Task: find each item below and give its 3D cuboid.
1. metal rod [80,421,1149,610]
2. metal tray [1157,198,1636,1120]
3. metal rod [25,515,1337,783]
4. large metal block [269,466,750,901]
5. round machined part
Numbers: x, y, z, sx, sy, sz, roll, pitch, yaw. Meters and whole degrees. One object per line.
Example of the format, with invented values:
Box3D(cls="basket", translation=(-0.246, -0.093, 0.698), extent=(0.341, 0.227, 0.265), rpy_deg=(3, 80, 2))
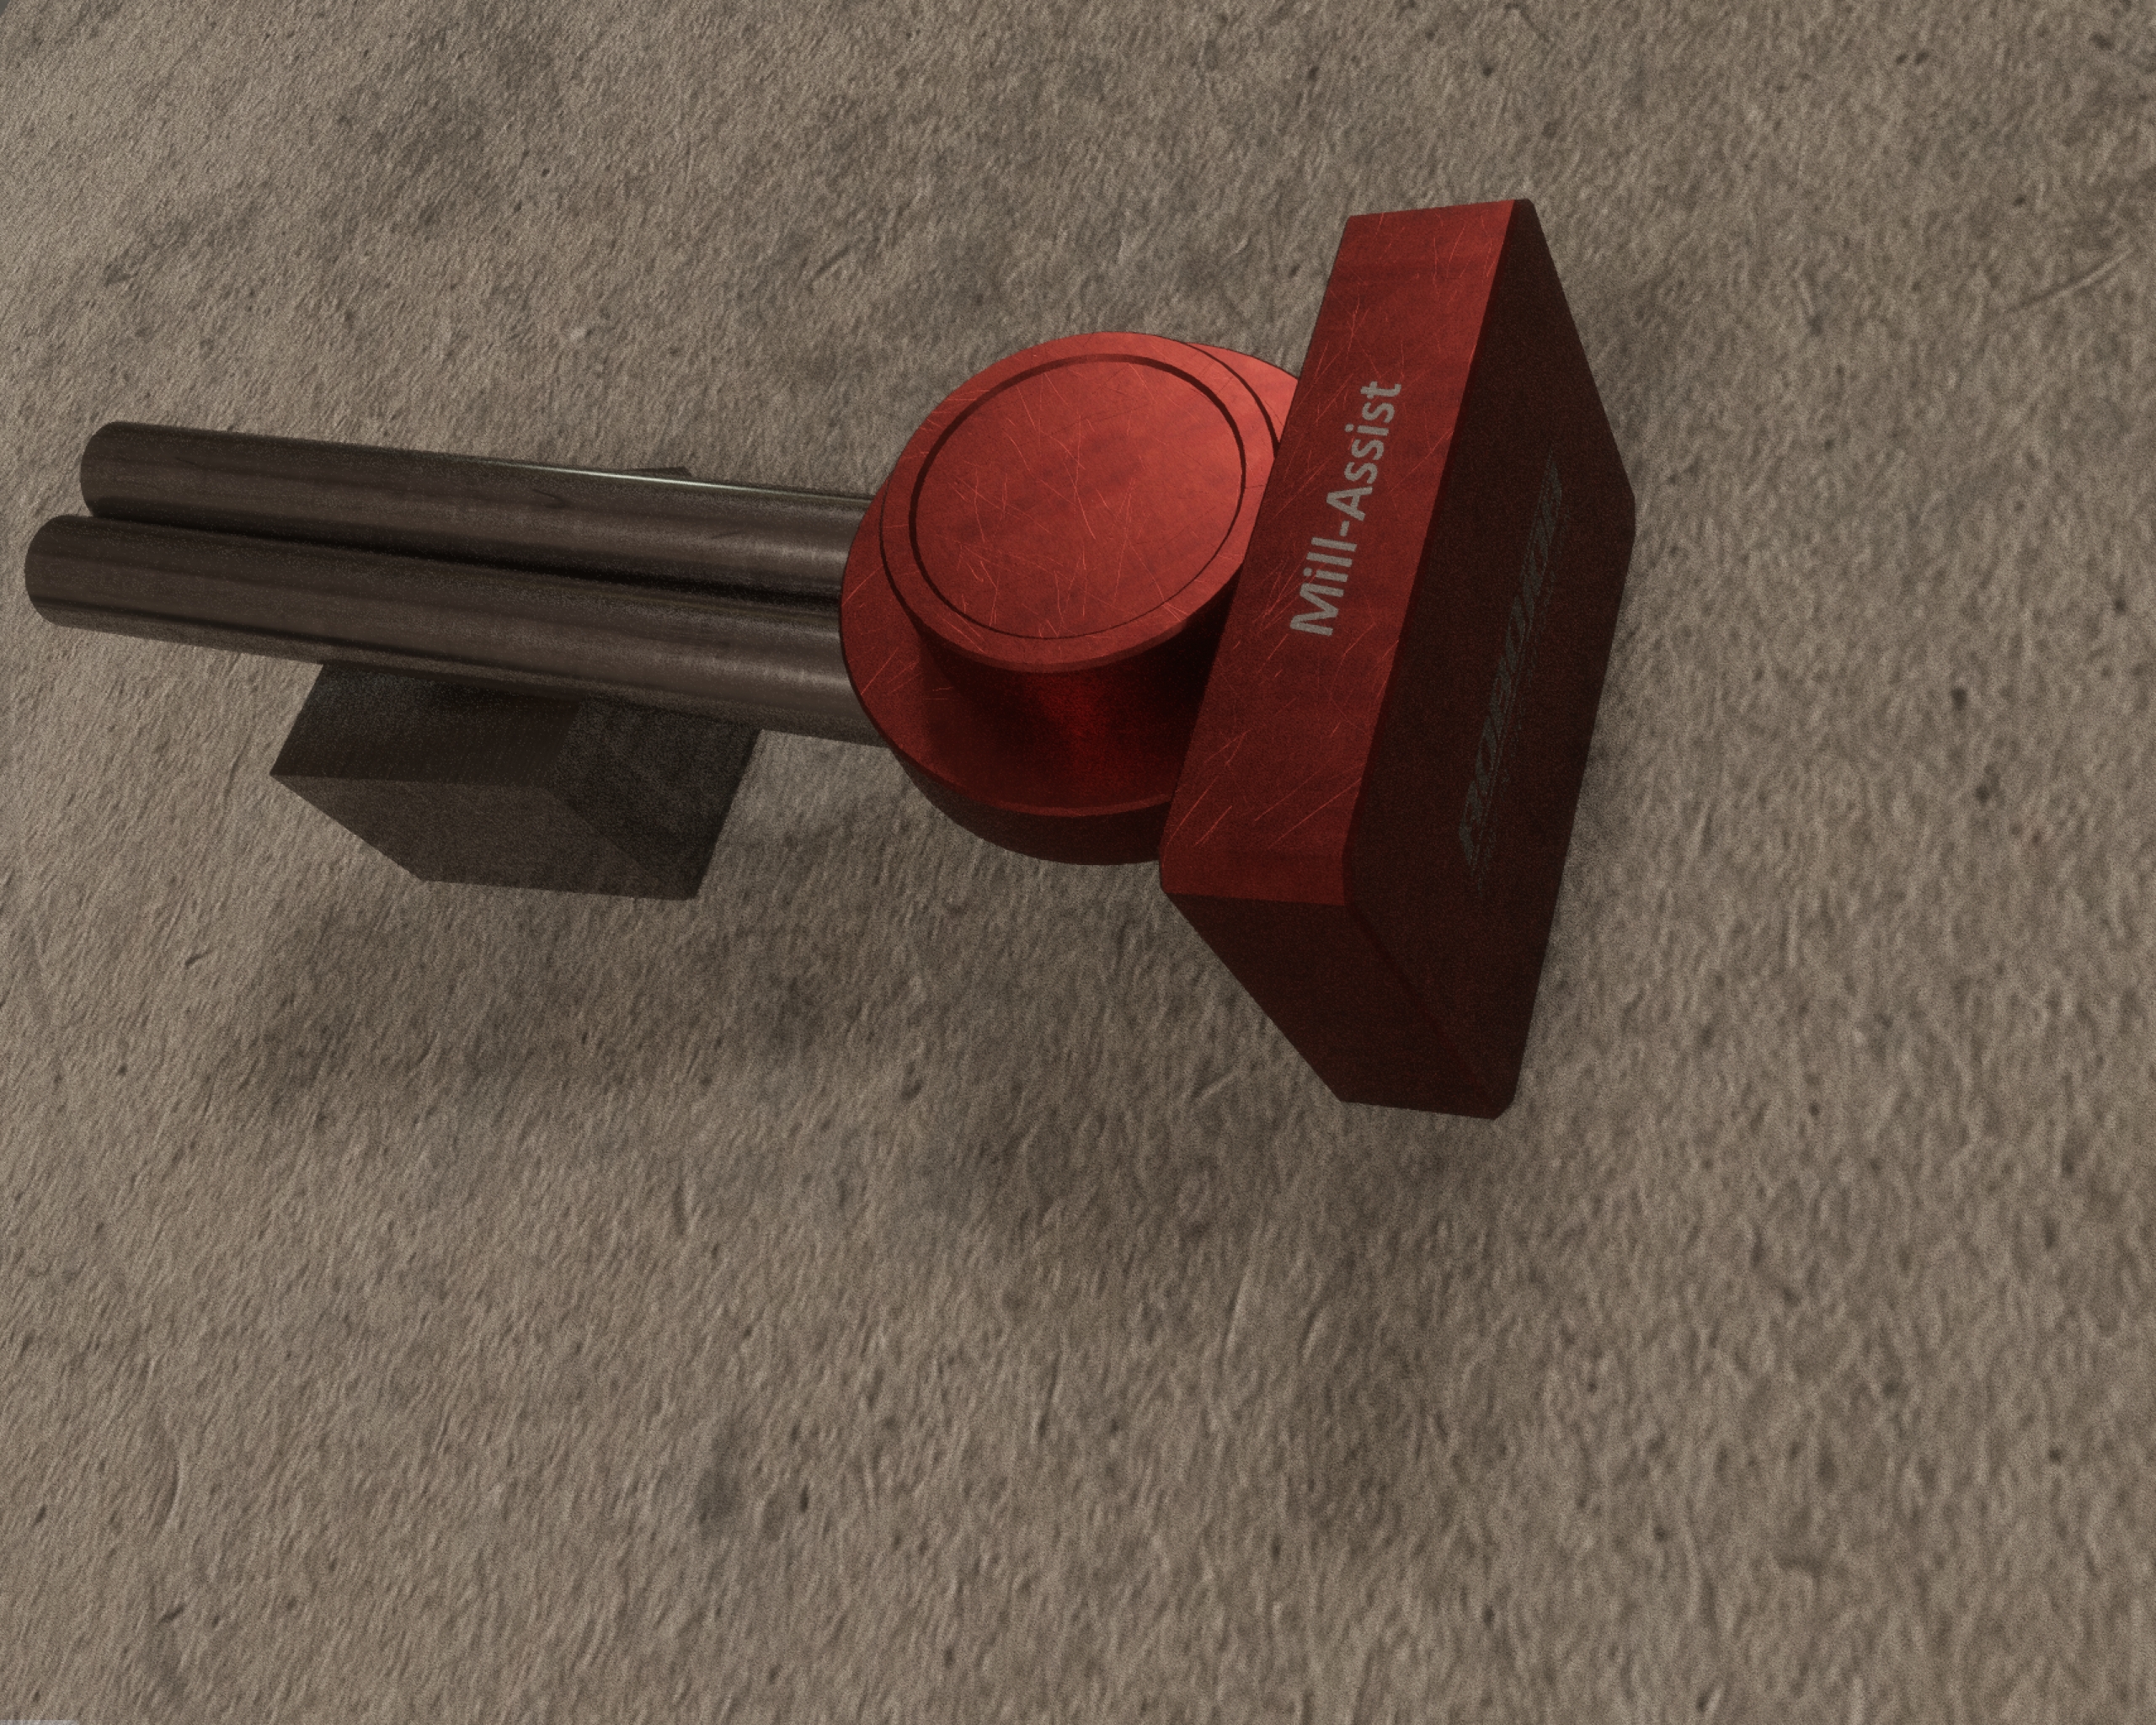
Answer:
Box3D(cls="metal rod", translation=(-0.072, -0.065, 0.424), extent=(0.301, 0.025, 0.025), rpy_deg=(9, 65, 17))
Box3D(cls="metal tray", translation=(0.059, -0.033, 0.351), extent=(0.030, 0.090, 0.130), rpy_deg=(4, 63, 30))
Box3D(cls="metal rod", translation=(-0.080, -0.041, 0.414), extent=(0.301, 0.025, 0.025), rpy_deg=(9, 66, 18))
Box3D(cls="large metal block", translation=(-0.120, -0.040, 0.470), extent=(0.080, 0.050, 0.080), rpy_deg=(4, 63, 29))
Box3D(cls="round machined part", translation=(0.005, -0.052, 0.360), extent=(0.098, 0.042, 0.098), rpy_deg=(-6, 63, 13))
